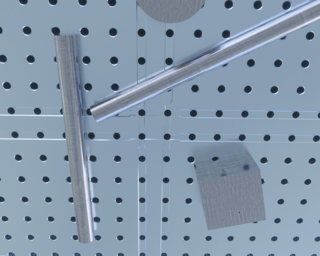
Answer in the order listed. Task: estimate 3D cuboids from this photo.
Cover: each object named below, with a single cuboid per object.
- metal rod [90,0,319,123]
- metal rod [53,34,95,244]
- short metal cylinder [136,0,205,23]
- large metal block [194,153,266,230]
[{"bbox_3d":[0.051,-0.079,0.384,0.301,0.025,0.025,-24,109,8],"label":"metal rod"},{"bbox_3d":[-0.113,0.028,0.422,0.025,0.025,0.298,-1,110,0],"label":"metal rod"},{"bbox_3d":[0.011,-0.158,0.342,0.081,0.050,0.079,0,110,-1],"label":"short metal cylinder"},{"bbox_3d":[0.097,0.088,0.434,0.080,0.050,0.079,-12,110,4],"label":"large metal block"}]
